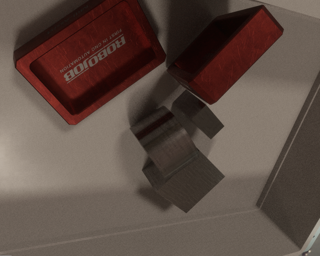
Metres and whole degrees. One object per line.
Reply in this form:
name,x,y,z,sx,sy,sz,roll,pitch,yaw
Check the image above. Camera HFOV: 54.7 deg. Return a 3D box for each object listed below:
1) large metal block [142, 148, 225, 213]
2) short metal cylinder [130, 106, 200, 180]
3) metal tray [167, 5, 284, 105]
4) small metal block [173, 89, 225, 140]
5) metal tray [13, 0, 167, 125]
large metal block,0.035,0.067,0.455,0.080,0.050,0.080,-44,130,2
short metal cylinder,0.005,0.019,0.389,0.050,0.080,0.080,-35,129,-6
metal tray,0.057,-0.078,0.323,0.030,0.130,0.090,42,96,-16
small metal block,0.051,-0.018,0.411,0.025,0.050,0.050,-45,130,3
metal tray,-0.068,-0.074,0.322,0.130,0.030,0.090,-37,130,-4
